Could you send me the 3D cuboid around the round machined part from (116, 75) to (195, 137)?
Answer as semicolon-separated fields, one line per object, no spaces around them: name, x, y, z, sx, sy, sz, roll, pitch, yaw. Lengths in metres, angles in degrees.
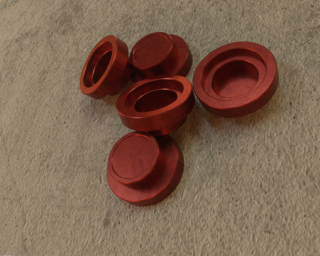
round machined part;-0.003;-0.026;0.397;0.098;0.042;0.098;-12;35;9

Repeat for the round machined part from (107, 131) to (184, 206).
round machined part;-0.024;0.042;0.379;0.098;0.042;0.098;-13;56;20

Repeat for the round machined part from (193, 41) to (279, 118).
round machined part;0.093;-0.054;0.378;0.098;0.042;0.098;-13;56;20

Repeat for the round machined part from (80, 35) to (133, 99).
round machined part;-0.078;-0.088;0.474;0.098;0.042;0.098;-27;51;39

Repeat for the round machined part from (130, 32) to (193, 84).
round machined part;-0.005;-0.103;0.458;0.098;0.042;0.098;-13;56;20
